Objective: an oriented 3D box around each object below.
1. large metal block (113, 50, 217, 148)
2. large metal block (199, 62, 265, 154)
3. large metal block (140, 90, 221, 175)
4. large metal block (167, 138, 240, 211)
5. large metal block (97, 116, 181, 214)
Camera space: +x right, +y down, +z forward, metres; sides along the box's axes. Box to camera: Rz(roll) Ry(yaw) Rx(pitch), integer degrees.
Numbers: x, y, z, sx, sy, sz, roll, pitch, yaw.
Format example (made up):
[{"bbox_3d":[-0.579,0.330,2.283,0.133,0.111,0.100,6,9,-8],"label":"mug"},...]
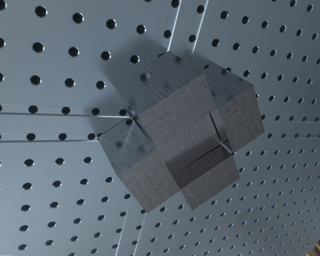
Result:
[{"bbox_3d":[0.004,-0.036,0.355,0.080,0.080,0.050,-33,129,-6],"label":"large metal block"},{"bbox_3d":[0.083,-0.027,0.403,0.050,0.080,0.080,-34,129,-6],"label":"large metal block"},{"bbox_3d":[0.023,0.002,0.407,0.080,0.050,0.080,-32,127,-5],"label":"large metal block"},{"bbox_3d":[0.051,0.054,0.437,0.080,0.080,0.050,-32,129,-7],"label":"large metal block"},{"bbox_3d":[-0.027,0.045,0.388,0.050,0.080,0.080,-34,129,-6],"label":"large metal block"}]
